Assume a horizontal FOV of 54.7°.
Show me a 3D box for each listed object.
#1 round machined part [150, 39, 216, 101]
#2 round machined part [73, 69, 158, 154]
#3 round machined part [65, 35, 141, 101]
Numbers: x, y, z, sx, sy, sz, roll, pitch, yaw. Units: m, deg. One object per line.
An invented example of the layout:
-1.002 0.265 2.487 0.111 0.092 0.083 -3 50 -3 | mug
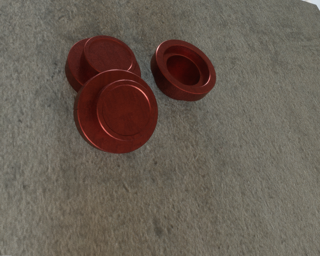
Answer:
0.030 -0.080 0.460 0.099 0.042 0.098 14 56 -21 | round machined part
-0.045 -0.019 0.356 0.099 0.042 0.097 1 89 -28 | round machined part
-0.070 -0.082 0.406 0.099 0.042 0.098 14 56 -21 | round machined part
